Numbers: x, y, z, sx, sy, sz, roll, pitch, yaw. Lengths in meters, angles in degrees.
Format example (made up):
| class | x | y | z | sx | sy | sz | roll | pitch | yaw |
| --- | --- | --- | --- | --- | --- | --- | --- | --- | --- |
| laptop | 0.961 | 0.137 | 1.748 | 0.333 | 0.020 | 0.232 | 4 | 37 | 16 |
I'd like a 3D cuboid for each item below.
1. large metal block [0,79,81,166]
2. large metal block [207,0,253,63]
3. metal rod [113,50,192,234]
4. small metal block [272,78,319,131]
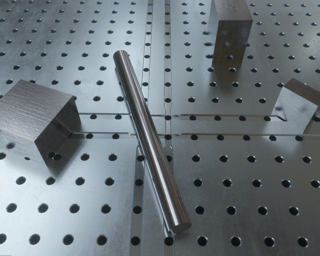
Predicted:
| class | x | y | z | sx | sy | sz | roll | pitch | yaw |
| --- | --- | --- | --- | --- | --- | --- | --- | --- | --- |
| large metal block | -0.163 | -0.009 | 0.397 | 0.080 | 0.050 | 0.080 | 17 | 52 | 14 |
| large metal block | 0.111 | -0.164 | 0.511 | 0.050 | 0.080 | 0.080 | 0 | 50 | -1 |
| metal rod | -0.022 | -0.006 | 0.412 | 0.025 | 0.025 | 0.300 | -13 | 51 | -11 |
| small metal block | 0.188 | -0.032 | 0.421 | 0.025 | 0.050 | 0.050 | -37 | 59 | -27 |
